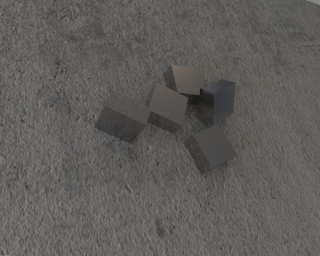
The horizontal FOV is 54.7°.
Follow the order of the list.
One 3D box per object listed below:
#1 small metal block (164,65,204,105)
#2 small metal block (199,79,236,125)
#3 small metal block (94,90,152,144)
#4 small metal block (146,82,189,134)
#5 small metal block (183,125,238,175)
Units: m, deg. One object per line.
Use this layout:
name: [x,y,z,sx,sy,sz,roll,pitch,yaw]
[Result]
small metal block: [0.038,-0.064,0.463,0.050,0.025,0.050,3,60,-27]
small metal block: [0.084,-0.039,0.453,0.050,0.050,0.025,-27,37,-37]
small metal block: [-0.045,-0.012,0.370,0.050,0.050,0.025,25,53,-13]
small metal block: [0.007,-0.027,0.424,0.050,0.025,0.050,25,53,-13]
small metal block: [0.069,0.029,0.423,0.050,0.025,0.050,-19,72,-35]
